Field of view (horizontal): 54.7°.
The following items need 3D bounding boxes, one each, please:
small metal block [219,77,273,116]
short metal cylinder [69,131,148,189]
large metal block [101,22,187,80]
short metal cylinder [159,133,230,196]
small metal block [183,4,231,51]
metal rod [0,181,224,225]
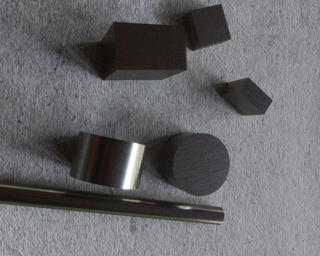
[{"bbox_3d":[0.122,-0.043,0.442,0.050,0.050,0.025,38,78,-17],"label":"small metal block"},{"bbox_3d":[-0.059,0.037,0.359,0.081,0.080,0.050,14,86,-20],"label":"short metal cylinder"},{"bbox_3d":[-0.022,-0.088,0.372,0.081,0.080,0.050,-4,92,-20],"label":"large metal block"},{"bbox_3d":[0.045,0.046,0.414,0.081,0.050,0.079,0,90,-21],"label":"short metal cylinder"},{"bbox_3d":[0.066,-0.141,0.435,0.050,0.025,0.050,-20,97,-19],"label":"small metal block"},{"bbox_3d":[-0.054,0.097,0.389,0.302,0.025,0.025,12,86,-20],"label":"metal rod"}]
